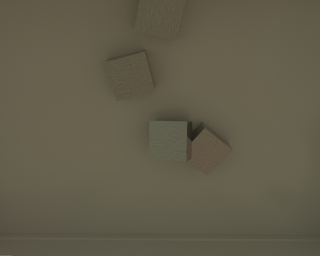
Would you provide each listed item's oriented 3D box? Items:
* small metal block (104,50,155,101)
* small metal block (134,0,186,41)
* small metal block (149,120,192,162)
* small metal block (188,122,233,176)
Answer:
[{"bbox_3d":[-0.036,-0.066,0.387,0.050,0.025,0.050,-13,110,4],"label":"small metal block"},{"bbox_3d":[0.000,-0.134,0.362,0.050,0.025,0.050,12,110,-5],"label":"small metal block"},{"bbox_3d":[0.014,0.015,0.402,0.050,0.025,0.050,2,93,20],"label":"small metal block"},{"bbox_3d":[0.061,0.028,0.423,0.050,0.025,0.050,38,105,-13],"label":"small metal block"}]
